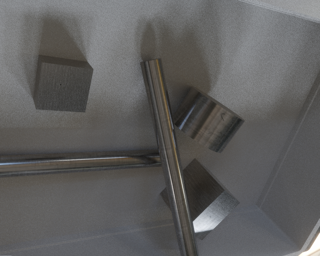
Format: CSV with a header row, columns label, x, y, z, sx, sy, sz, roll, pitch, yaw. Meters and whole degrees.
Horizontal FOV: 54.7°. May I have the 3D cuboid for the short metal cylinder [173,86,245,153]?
label,x,y,z,sx,sy,sz,roll,pitch,yaw
short metal cylinder,0.061,-0.011,0.402,0.080,0.080,0.050,24,105,-37

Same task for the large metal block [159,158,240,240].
label,x,y,z,sx,sy,sz,roll,pitch,yaw
large metal block,0.059,0.107,0.474,0.080,0.080,0.050,-46,130,3

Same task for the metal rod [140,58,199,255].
label,x,y,z,sx,sy,sz,roll,pitch,yaw
metal rod,0.018,0.063,0.395,0.025,0.025,0.298,-17,105,-19

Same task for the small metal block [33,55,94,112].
label,x,y,z,sx,sy,sz,roll,pitch,yaw
small metal block,-0.102,-0.046,0.325,0.050,0.025,0.050,2,117,-30

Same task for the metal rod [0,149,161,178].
label,x,y,z,sx,sy,sz,roll,pitch,yaw
metal rod,-0.122,0.042,0.368,0.303,0.025,0.025,0,119,-29
